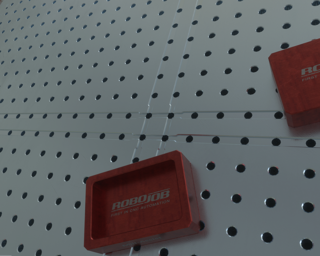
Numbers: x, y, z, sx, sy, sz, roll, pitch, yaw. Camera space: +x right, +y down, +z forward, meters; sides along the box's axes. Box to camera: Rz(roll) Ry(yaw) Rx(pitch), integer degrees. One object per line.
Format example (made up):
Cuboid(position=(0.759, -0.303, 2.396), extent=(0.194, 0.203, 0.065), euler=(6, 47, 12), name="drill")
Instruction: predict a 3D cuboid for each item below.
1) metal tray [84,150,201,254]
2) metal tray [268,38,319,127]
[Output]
Cuboid(position=(-0.025, 0.087, 0.363), extent=(0.130, 0.030, 0.090), euler=(-18, 55, 17), name="metal tray")
Cuboid(position=(0.196, -0.060, 0.339), extent=(0.130, 0.030, 0.090), euler=(-15, 56, 19), name="metal tray")
